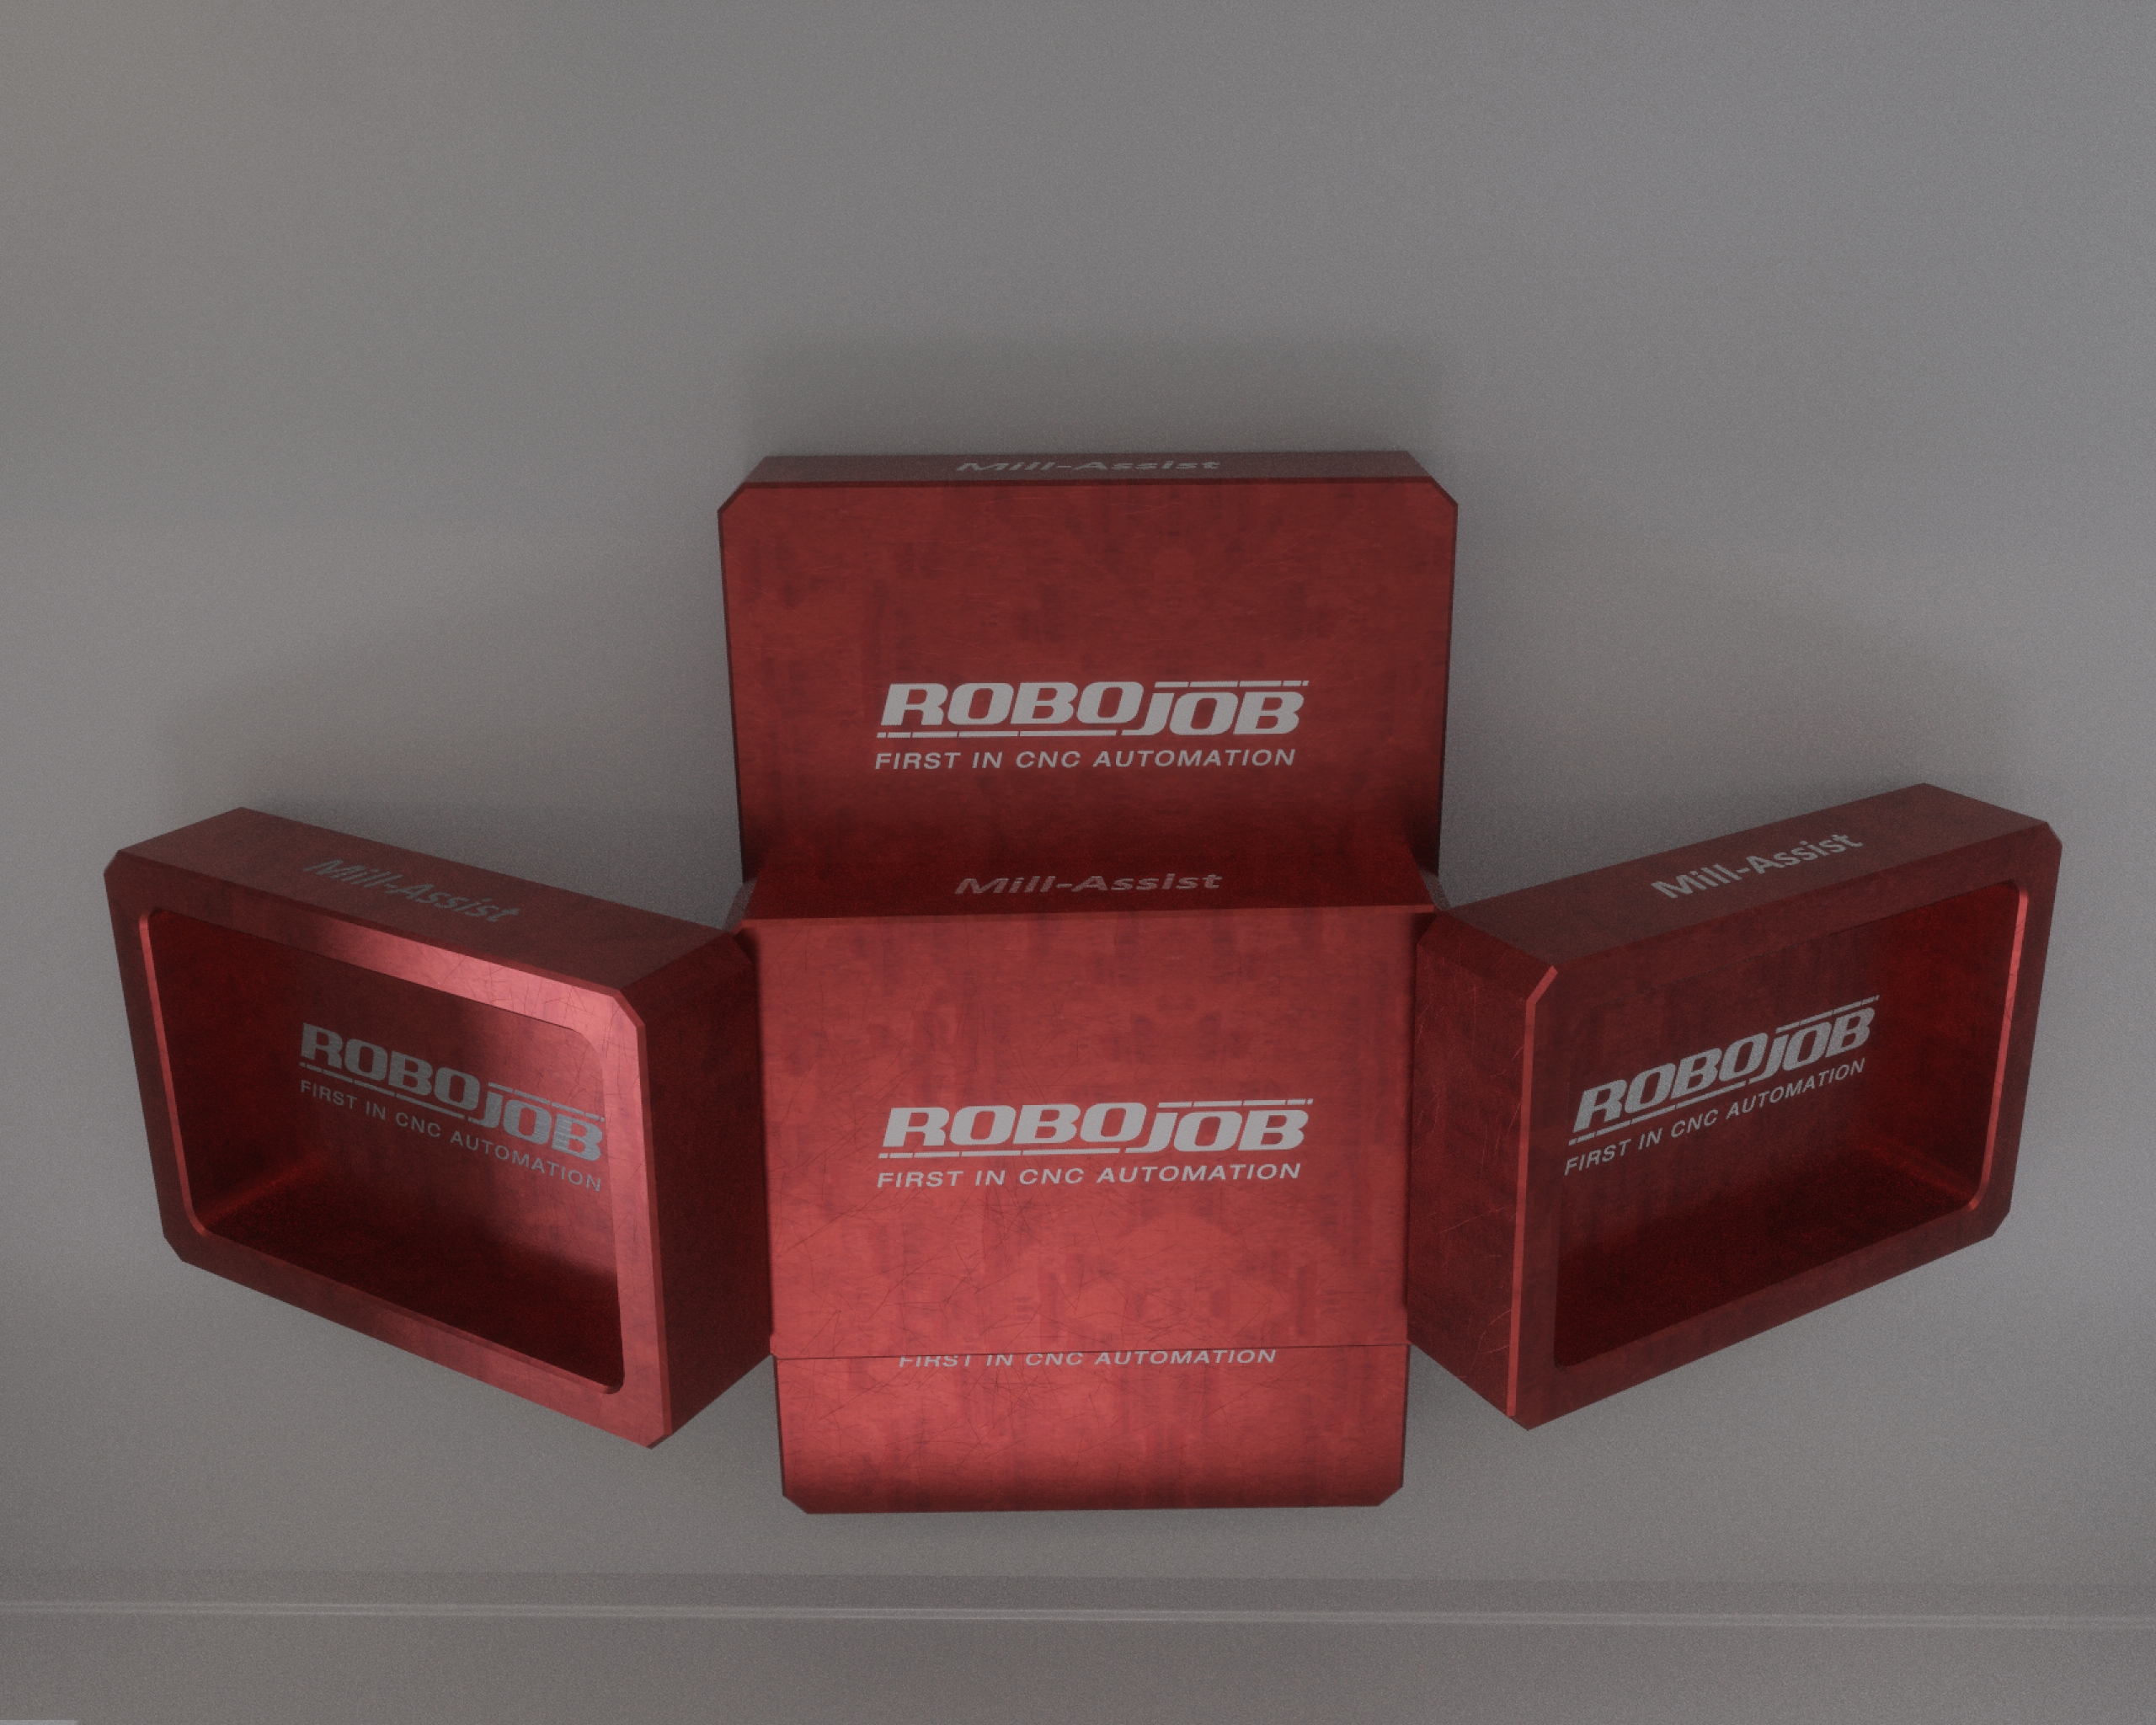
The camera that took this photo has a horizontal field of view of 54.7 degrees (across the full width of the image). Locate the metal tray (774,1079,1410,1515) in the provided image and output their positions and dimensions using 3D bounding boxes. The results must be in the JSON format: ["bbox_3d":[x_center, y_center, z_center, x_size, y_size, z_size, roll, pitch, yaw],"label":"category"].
[{"bbox_3d":[0.003,0.090,0.439,0.131,0.030,0.089,-1,110,-1],"label":"metal tray"}]

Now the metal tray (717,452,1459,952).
[{"bbox_3d":[0.002,-0.030,0.395,0.131,0.030,0.089,-1,110,-1],"label":"metal tray"}]

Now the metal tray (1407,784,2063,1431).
[{"bbox_3d":[0.123,0.042,0.390,0.131,0.030,0.089,-13,113,-27],"label":"metal tray"}]

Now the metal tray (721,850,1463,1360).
[{"bbox_3d":[0.003,0.046,0.392,0.131,0.030,0.089,-1,110,0],"label":"metal tray"}]

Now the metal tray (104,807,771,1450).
[{"bbox_3d":[-0.120,0.046,0.390,0.130,0.030,0.089,12,114,26],"label":"metal tray"}]
